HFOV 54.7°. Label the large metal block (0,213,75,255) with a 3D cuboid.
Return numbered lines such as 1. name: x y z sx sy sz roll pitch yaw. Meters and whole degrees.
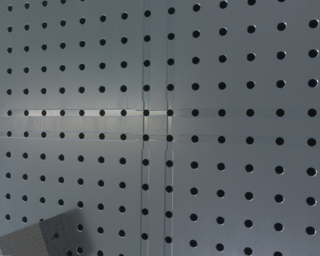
1. large metal block: -0.182 0.184 0.463 0.080 0.050 0.080 -23 83 18
